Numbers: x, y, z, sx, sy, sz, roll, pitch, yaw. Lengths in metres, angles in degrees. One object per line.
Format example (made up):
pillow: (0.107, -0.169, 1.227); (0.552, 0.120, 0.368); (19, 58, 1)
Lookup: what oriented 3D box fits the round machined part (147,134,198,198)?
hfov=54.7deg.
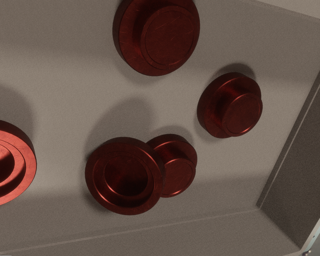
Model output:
round machined part: (0.012, 0.061, 0.444); (0.099, 0.042, 0.097); (-14, 125, -21)

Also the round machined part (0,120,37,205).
round machined part: (-0.182, 0.032, 0.319); (0.099, 0.042, 0.097); (-14, 125, -21)

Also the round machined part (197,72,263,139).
round machined part: (0.106, -0.026, 0.442); (0.099, 0.042, 0.097); (-14, 125, -21)

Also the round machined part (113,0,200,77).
round machined part: (0.002, -0.102, 0.337); (0.099, 0.042, 0.097); (-14, 125, -21)

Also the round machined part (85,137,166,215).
round machined part: (-0.040, 0.057, 0.391); (0.098, 0.042, 0.097); (4, 108, 12)
